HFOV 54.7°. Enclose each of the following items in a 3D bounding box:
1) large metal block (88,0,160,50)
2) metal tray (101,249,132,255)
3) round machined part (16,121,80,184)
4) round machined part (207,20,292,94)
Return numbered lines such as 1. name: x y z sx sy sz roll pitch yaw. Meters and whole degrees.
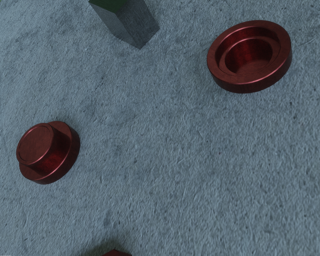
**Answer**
1. large metal block: -0.058 -0.186 0.512 0.050 0.080 0.080 -49 52 -6
2. metal tray: -0.056 0.202 0.305 0.090 0.030 0.130 -30 52 8
3. round machined part: -0.173 0.031 0.462 0.098 0.042 0.098 -13 56 20
4. round machined part: 0.112 -0.083 0.385 0.098 0.042 0.098 -13 56 20
